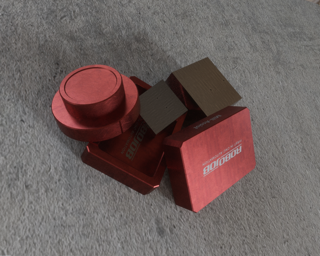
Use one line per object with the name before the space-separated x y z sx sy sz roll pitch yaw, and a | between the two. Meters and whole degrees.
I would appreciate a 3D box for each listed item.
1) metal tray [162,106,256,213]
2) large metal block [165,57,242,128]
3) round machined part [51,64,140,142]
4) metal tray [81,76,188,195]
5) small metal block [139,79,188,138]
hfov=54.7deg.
metal tray | 0.067 0.034 0.388 0.131 0.030 0.089 -25 112 -36
large metal block | 0.057 -0.047 0.449 0.081 0.050 0.080 -30 79 -38
round machined part | -0.073 -0.035 0.349 0.099 0.042 0.098 -2 48 3
metal tray | -0.026 0.005 0.384 0.090 0.030 0.130 31 52 -9
small metal block | -0.002 -0.024 0.390 0.050 0.025 0.050 -38 85 -11
